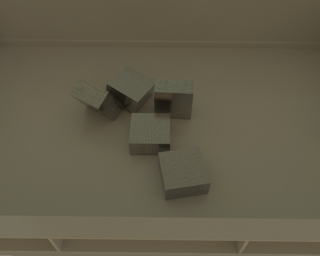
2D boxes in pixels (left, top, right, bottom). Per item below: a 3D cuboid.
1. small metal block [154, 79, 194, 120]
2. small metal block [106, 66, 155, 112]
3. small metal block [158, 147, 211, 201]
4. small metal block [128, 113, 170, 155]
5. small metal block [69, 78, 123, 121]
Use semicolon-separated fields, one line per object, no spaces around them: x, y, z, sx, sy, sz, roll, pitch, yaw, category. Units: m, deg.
0.019;-0.038;0.421;0.050;0.050;0.025;3;50;3;small metal block
-0.042;-0.055;0.442;0.050;0.025;0.050;31;51;9;small metal block
0.027;0.053;0.361;0.050;0.025;0.050;-7;50;-6;small metal block
-0.012;0.008;0.398;0.050;0.025;0.050;1;50;0;small metal block
-0.085;-0.038;0.416;0.050;0.050;0.025;26;82;21;small metal block
